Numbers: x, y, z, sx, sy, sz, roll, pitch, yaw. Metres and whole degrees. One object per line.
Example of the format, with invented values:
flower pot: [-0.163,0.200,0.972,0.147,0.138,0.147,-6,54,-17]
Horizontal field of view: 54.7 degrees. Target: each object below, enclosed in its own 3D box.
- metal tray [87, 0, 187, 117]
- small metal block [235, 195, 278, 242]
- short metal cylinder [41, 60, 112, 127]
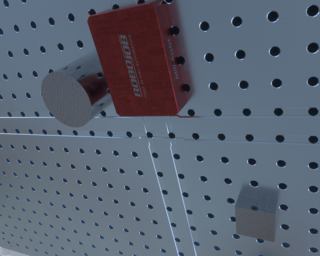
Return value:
metal tray: [-0.025,-0.078,0.373,0.090,0.030,0.129,0,119,28]
small metal block: [0.130,0.121,0.418,0.050,0.025,0.050,5,121,26]
short metal cylinder: [-0.113,-0.047,0.425,0.080,0.050,0.079,13,124,21]
